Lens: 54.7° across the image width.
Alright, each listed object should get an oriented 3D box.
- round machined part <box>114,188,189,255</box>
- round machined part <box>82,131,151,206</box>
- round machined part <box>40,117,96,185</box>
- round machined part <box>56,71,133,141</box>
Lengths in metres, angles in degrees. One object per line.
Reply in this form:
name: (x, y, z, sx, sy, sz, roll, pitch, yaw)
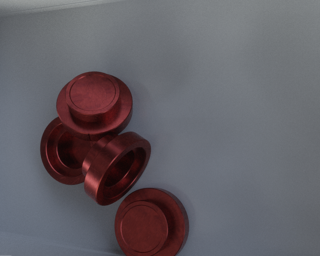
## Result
round machined part: (-0.016, 0.127, 0.398, 0.098, 0.042, 0.098, -4, 79, 20)
round machined part: (-0.059, 0.046, 0.393, 0.042, 0.098, 0.098, 33, 101, 23)
round machined part: (-0.117, 0.029, 0.443, 0.098, 0.042, 0.097, 0, 90, 20)
round machined part: (-0.085, -0.035, 0.405, 0.099, 0.042, 0.098, 2, 60, -3)
